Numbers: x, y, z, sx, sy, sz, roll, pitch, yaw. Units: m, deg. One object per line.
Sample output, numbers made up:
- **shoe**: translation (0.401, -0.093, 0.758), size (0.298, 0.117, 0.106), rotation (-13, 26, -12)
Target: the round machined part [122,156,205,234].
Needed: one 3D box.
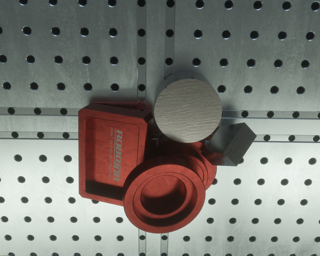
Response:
- **round machined part**: translation (0.003, 0.077, 0.382), size (0.099, 0.042, 0.097), rotation (-4, 112, -10)

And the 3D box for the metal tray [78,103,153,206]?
- **metal tray**: translation (-0.060, 0.038, 0.412), size (0.090, 0.030, 0.129), rotation (9, 110, 11)

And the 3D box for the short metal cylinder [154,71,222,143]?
- **short metal cylinder**: translation (0.033, -0.028, 0.390), size (0.081, 0.050, 0.079), rotation (0, 110, -1)

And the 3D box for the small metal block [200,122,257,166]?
- **small metal block**: translation (0.088, 0.022, 0.399), size (0.025, 0.050, 0.050), rotation (45, 69, -15)

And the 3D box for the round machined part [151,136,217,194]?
- **round machined part**: translation (0.029, 0.058, 0.425), size (0.099, 0.042, 0.097), rotation (0, 110, -1)
